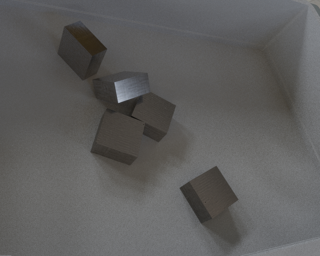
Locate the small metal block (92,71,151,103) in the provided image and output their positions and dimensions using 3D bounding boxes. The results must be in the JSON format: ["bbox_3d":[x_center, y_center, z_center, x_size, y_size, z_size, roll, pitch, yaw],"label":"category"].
[{"bbox_3d":[-0.049,-0.053,0.393,0.050,0.050,0.025,-24,115,-37],"label":"small metal block"}]

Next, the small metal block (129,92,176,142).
[{"bbox_3d":[-0.012,-0.017,0.409,0.050,0.025,0.050,27,52,-11],"label":"small metal block"}]

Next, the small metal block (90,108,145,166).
[{"bbox_3d":[-0.050,0.011,0.372,0.050,0.025,0.050,21,54,-16],"label":"small metal block"}]

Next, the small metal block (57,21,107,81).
[{"bbox_3d":[-0.100,-0.098,0.395,0.050,0.050,0.025,47,51,4],"label":"small metal block"}]

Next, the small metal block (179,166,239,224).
[{"bbox_3d":[0.061,0.083,0.388,0.050,0.025,0.050,-22,74,-36],"label":"small metal block"}]
